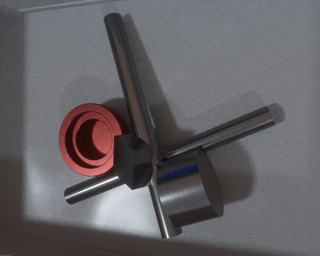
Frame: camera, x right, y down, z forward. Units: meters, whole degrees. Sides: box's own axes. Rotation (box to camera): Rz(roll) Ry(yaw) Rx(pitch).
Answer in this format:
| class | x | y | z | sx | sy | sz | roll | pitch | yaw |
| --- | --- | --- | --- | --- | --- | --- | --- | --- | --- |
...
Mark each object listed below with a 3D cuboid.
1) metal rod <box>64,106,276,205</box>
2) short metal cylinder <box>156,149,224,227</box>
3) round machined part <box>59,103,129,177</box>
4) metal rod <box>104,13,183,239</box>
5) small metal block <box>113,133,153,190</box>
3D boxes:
| class | x | y | z | sx | sy | sz | roll | pitch | yaw |
| --- | --- | --- | --- | --- | --- | --- | --- | --- | --- |
| metal rod | -0.001 | 0.043 | 0.408 | 0.300 | 0.025 | 0.025 | -24 | 82 | 18 |
| short metal cylinder | 0.037 | 0.071 | 0.366 | 0.050 | 0.080 | 0.080 | -21 | 83 | 18 |
| round machined part | -0.086 | 0.016 | 0.430 | 0.098 | 0.042 | 0.097 | 0 | 90 | 19 |
| metal rod | -0.026 | -0.013 | 0.398 | 0.025 | 0.025 | 0.299 | -20 | 76 | 18 |
| small metal block | -0.034 | 0.039 | 0.376 | 0.050 | 0.025 | 0.050 | 29 | 120 | 50 |
